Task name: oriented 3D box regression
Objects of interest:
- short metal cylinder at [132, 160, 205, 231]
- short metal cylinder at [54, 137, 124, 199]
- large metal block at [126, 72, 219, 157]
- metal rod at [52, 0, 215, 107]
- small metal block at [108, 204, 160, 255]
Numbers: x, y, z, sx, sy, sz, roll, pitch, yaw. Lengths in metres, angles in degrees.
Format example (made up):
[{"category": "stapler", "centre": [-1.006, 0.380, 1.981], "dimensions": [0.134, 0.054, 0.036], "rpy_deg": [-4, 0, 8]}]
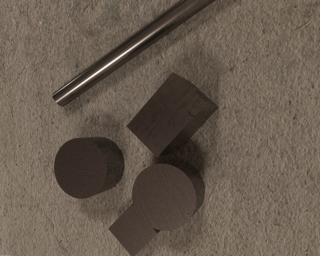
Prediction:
[{"category": "short metal cylinder", "centre": [0.012, 0.082, 0.391], "dimensions": [0.080, 0.050, 0.079], "rpy_deg": [0, 90, 19]}, {"category": "short metal cylinder", "centre": [-0.097, 0.053, 0.429], "dimensions": [0.080, 0.050, 0.079], "rpy_deg": [0, 90, 19]}, {"category": "large metal block", "centre": [0.019, -0.014, 0.373], "dimensions": [0.050, 0.080, 0.080], "rpy_deg": [45, 104, 14]}, {"category": "metal rod", "centre": [-0.027, -0.116, 0.417], "dimensions": [0.300, 0.025, 0.025], "rpy_deg": [-31, 80, 17]}, {"category": "small metal block", "centre": [-0.032, 0.136, 0.419], "dimensions": [0.050, 0.025, 0.050], "rpy_deg": [45, 104, 14]}]
